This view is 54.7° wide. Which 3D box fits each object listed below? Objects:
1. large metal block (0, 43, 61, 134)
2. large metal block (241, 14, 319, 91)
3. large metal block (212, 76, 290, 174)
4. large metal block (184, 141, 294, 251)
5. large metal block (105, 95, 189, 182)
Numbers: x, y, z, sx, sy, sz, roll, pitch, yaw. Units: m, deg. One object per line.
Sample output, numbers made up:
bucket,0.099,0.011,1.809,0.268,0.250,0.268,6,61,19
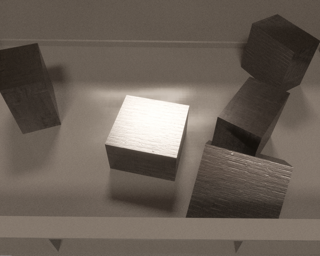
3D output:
large metal block,-0.172,-0.052,0.411,0.050,0.080,0.080,-16,52,-13
large metal block,0.175,-0.109,0.463,0.050,0.080,0.080,-25,55,-20
large metal block,0.105,0.000,0.371,0.050,0.080,0.080,29,55,21
large metal block,0.077,0.063,0.311,0.080,0.050,0.080,15,94,12
large metal block,-0.012,0.011,0.379,0.080,0.050,0.080,10,51,8
